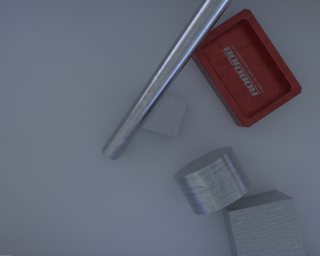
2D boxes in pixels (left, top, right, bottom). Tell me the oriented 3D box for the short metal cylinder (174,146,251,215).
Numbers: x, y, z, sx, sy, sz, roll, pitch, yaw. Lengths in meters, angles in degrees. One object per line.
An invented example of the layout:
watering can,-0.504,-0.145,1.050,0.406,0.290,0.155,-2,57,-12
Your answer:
short metal cylinder,0.065,0.064,0.385,0.080,0.080,0.050,-28,90,0

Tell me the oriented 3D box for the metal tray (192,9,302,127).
metal tray,0.111,-0.077,0.410,0.090,0.030,0.130,-34,90,-1

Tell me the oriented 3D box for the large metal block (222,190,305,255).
large metal block,0.131,0.132,0.401,0.080,0.050,0.080,-12,90,-1

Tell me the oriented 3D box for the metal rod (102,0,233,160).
metal rod,0.016,-0.075,0.352,0.025,0.025,0.298,37,114,-1

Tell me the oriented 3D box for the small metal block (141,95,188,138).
small metal block,0.004,-0.018,0.412,0.050,0.025,0.050,17,90,-1
